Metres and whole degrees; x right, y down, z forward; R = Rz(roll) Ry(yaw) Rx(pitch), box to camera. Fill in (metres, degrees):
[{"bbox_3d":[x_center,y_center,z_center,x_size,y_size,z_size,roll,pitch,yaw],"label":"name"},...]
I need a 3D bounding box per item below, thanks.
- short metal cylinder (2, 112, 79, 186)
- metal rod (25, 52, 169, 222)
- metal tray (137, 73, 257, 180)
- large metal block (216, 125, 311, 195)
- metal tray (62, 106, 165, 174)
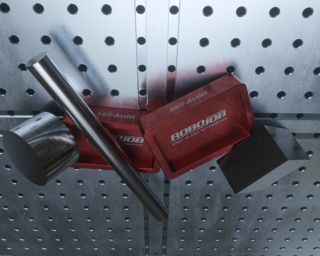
[{"bbox_3d":[-0.150,0.026,0.392,0.080,0.050,0.079,22,131,27],"label":"short metal cylinder"},{"bbox_3d":[-0.061,0.033,0.400,0.025,0.025,0.299,-20,128,16],"label":"metal rod"},{"bbox_3d":[0.050,0.001,0.385,0.130,0.030,0.090,-27,127,0],"label":"metal tray"},{"bbox_3d":[0.137,0.043,0.410,0.081,0.050,0.080,6,139,-48],"label":"large metal block"},{"bbox_3d":[-0.061,0.018,0.422,0.131,0.030,0.089,5,130,-5],"label":"metal tray"}]
